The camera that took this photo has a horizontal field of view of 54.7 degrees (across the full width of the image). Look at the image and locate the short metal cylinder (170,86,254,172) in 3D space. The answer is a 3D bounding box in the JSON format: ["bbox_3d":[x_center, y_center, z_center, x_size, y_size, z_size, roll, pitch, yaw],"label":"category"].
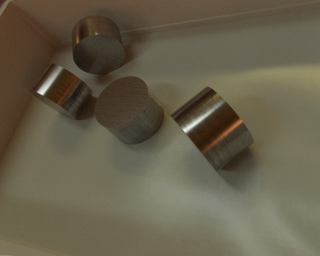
[{"bbox_3d":[0.056,0.001,0.340,0.050,0.080,0.080,-39,51,2],"label":"short metal cylinder"}]

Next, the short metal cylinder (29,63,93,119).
[{"bbox_3d":[-0.153,-0.056,0.482,0.080,0.080,0.050,21,73,35],"label":"short metal cylinder"}]

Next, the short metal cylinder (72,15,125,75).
[{"bbox_3d":[-0.101,-0.133,0.503,0.080,0.080,0.050,-24,53,13],"label":"short metal cylinder"}]

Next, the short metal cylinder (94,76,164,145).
[{"bbox_3d":[-0.041,-0.024,0.424,0.080,0.050,0.080,-13,56,20],"label":"short metal cylinder"}]
